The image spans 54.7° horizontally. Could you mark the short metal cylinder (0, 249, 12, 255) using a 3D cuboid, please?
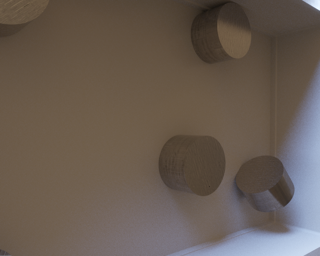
[{"bbox_3d":[-0.160,0.129,0.238,0.080,0.050,0.080,3,90,-65],"label":"short metal cylinder"}]

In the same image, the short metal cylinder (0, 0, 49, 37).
[{"bbox_3d":[-0.144,-0.124,0.269,0.081,0.050,0.080,0,90,-40],"label":"short metal cylinder"}]

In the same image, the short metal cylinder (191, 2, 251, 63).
[{"bbox_3d":[0.093,-0.141,0.467,0.081,0.050,0.080,0,90,-40],"label":"short metal cylinder"}]

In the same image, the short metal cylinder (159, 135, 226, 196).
[{"bbox_3d":[0.045,0.050,0.428,0.081,0.050,0.080,0,90,-40],"label":"short metal cylinder"}]

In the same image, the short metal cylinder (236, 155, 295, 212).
[{"bbox_3d":[0.175,0.092,0.517,0.080,0.080,0.050,-52,121,-27],"label":"short metal cylinder"}]
